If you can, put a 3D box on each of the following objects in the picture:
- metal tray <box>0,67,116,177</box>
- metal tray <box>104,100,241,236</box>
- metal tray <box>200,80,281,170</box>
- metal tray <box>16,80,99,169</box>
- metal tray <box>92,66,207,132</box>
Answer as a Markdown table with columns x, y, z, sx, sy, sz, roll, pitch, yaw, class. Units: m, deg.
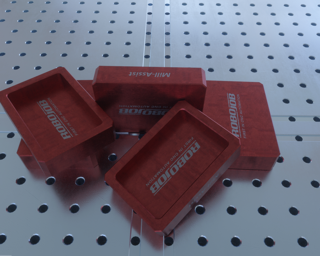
| x | y | z | sx | sy | sz | roll | pitch | yaw | class |
| --- | --- | --- | --- | --- | --- | --- | --- | --- | --- |
| -0.125 | -0.014 | 0.373 | 0.091 | 0.030 | 0.130 | -31 | 57 | -24 | metal tray |
| 0.015 | 0.041 | 0.346 | 0.090 | 0.030 | 0.130 | 39 | 77 | 27 | metal tray |
| 0.098 | -0.008 | 0.411 | 0.091 | 0.030 | 0.130 | 2 | 50 | 1 | metal tray |
| -0.123 | -0.009 | 0.411 | 0.091 | 0.030 | 0.130 | -1 | 51 | -1 | metal tray |
| -0.012 | -0.033 | 0.392 | 0.131 | 0.089 | 0.030 | 1 | 50 | 0 | metal tray |
